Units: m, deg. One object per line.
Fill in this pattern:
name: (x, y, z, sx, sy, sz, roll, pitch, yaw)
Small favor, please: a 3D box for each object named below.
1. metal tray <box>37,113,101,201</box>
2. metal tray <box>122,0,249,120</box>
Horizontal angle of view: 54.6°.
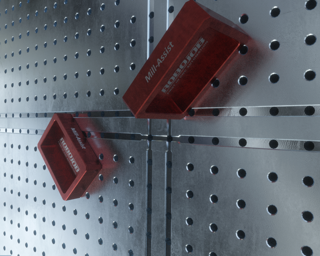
metal tray: (-0.162, 0.048, 0.541, 0.090, 0.030, 0.130, -52, 60, 27)
metal tray: (0.028, -0.066, 0.344, 0.129, 0.091, 0.030, -52, 60, 27)
